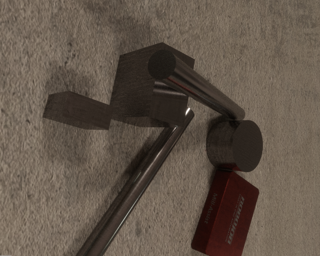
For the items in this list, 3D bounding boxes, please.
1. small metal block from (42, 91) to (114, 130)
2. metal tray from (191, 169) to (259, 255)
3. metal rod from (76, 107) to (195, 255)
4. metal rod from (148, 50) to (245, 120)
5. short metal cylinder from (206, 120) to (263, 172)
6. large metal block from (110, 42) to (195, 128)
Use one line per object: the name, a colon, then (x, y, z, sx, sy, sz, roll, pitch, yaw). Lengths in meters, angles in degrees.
small metal block: (-0.084, -0.016, 0.319, 0.050, 0.050, 0.025, 19, 78, -39)
metal tray: (0.108, 0.142, 0.495, 0.090, 0.030, 0.130, 35, 68, -35)
metal rod: (-0.040, 0.088, 0.372, 0.025, 0.025, 0.301, 51, 60, -29)
metal rod: (0.066, -0.037, 0.384, 0.301, 0.025, 0.025, 12, 82, -64)
short metal cylinder: (0.119, 0.028, 0.491, 0.081, 0.050, 0.079, 0, 90, -40)
large metal block: (-0.012, -0.045, 0.361, 0.050, 0.080, 0.080, 17, 79, -39)
